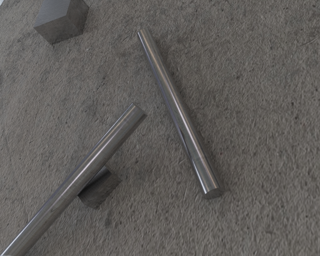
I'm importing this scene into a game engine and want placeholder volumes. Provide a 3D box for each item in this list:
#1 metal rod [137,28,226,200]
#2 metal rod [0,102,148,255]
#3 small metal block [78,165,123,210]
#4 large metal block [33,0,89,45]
[{"bbox_3d":[0.016,-0.042,0.420,0.025,0.025,0.299,-28,52,10],"label":"metal rod"},{"bbox_3d":[-0.123,0.089,0.384,0.299,0.025,0.025,-48,51,5],"label":"metal rod"},{"bbox_3d":[-0.086,0.069,0.407,0.050,0.025,0.050,-48,51,-6],"label":"small metal block"},{"bbox_3d":[-0.199,-0.226,0.631,0.080,0.050,0.080,-10,57,22],"label":"large metal block"}]
